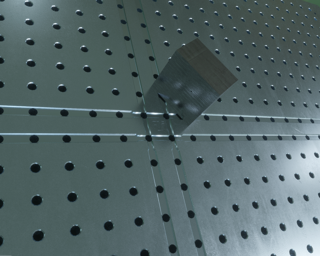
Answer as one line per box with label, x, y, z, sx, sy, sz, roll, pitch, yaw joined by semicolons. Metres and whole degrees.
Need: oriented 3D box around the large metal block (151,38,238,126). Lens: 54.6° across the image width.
large metal block;0.046;-0.063;0.436;0.080;0.080;0.050;47;51;5
